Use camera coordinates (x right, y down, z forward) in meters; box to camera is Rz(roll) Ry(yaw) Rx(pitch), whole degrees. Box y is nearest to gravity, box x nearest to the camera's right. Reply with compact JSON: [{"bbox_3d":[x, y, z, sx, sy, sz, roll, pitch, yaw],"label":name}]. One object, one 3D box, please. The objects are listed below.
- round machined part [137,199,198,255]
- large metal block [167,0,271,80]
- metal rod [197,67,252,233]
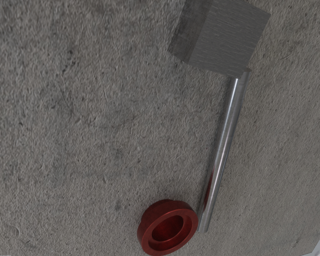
[{"bbox_3d":[0.008,0.154,0.496,0.099,0.042,0.097,-14,124,-21],"label":"round machined part"},{"bbox_3d":[0.067,-0.110,0.359,0.081,0.050,0.079,8,114,-32],"label":"large metal block"},{"bbox_3d":[0.093,0.050,0.488,0.025,0.025,0.298,-7,122,-25],"label":"metal rod"}]
